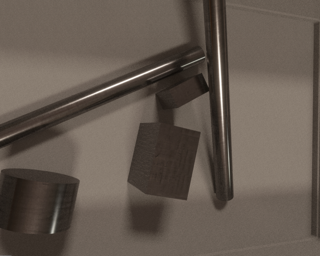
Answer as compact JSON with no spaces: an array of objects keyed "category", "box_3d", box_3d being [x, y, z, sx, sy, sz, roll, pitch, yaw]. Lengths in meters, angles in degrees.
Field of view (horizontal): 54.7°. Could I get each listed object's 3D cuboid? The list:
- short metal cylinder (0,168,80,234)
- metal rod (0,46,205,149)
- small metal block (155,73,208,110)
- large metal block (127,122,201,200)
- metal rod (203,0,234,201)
[{"category":"short metal cylinder","box_3d":[-0.132,0.076,0.333,0.081,0.080,0.050,12,86,-20]},{"category":"metal rod","box_3d":[-0.073,-0.041,0.383,0.302,0.025,0.025,-26,99,-19]},{"category":"small metal block","box_3d":[0.029,-0.047,0.409,0.050,0.050,0.025,-29,100,-18]},{"category":"large metal block","box_3d":[0.002,0.038,0.383,0.050,0.080,0.080,14,86,-20]},{"category":"metal rod","box_3d":[0.075,-0.038,0.391,0.025,0.025,0.298,-16,114,-20]}]
